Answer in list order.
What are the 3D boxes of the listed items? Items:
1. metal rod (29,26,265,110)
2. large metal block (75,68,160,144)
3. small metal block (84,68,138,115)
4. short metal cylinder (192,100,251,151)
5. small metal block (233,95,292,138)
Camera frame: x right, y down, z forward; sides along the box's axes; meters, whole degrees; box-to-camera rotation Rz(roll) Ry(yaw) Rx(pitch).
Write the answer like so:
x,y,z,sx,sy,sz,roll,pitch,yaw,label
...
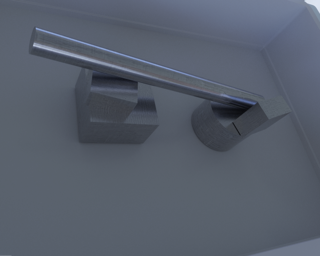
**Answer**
x,y,z,sx,sy,sz,roll,pitch,yaw,label
0.012,-0.056,0.356,0.302,0.025,0.025,10,57,-32,metal rod
-0.054,-0.028,0.375,0.081,0.050,0.080,3,61,-27,large metal block
-0.052,-0.047,0.341,0.050,0.025,0.050,12,56,-22,small metal block
0.094,-0.013,0.448,0.081,0.050,0.080,14,56,-21,short metal cylinder
0.133,-0.015,0.405,0.050,0.050,0.025,-16,70,-35,small metal block
